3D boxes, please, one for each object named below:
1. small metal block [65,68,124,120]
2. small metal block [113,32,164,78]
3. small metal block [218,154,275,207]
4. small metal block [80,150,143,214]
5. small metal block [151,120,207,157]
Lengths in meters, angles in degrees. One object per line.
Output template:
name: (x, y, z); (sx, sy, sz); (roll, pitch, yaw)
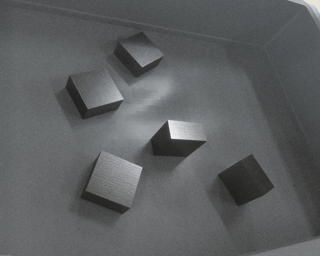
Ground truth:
small metal block: (-0.082, -0.044, 0.389); (0.050, 0.025, 0.050); (-21, 73, -36)
small metal block: (-0.031, -0.109, 0.457); (0.050, 0.025, 0.050); (48, 51, 5)
small metal block: (0.113, 0.070, 0.410); (0.025, 0.050, 0.050); (-22, 74, -36)
small metal block: (-0.053, 0.060, 0.342); (0.050, 0.025, 0.050); (25, 53, -13)
small metal block: (0.023, 0.015, 0.395); (0.050, 0.050, 0.025); (5, 60, -26)
